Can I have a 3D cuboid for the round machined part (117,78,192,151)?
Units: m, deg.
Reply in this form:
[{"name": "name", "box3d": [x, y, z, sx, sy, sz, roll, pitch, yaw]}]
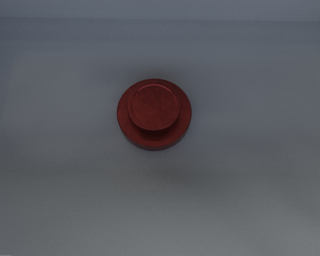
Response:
[{"name": "round machined part", "box3d": [-0.007, -0.022, 0.406, 0.099, 0.042, 0.098, 0, 70, 0]}]
